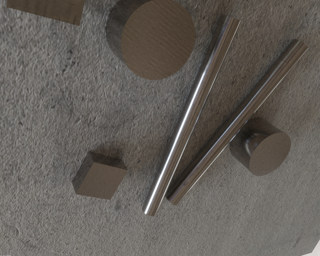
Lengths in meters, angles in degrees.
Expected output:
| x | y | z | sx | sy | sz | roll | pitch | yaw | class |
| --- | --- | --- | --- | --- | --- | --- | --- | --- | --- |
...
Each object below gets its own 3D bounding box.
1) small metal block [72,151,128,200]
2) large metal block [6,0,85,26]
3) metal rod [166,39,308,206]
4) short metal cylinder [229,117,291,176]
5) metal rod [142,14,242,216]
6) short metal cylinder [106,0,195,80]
| x | y | z | sx | sy | sz | roll | pitch | yaw | class |
| --- | --- | --- | --- | --- | --- | --- | --- | --- | --- |
| -0.078 | 0.063 | 0.403 | 0.050 | 0.025 | 0.050 | 20 | 107 | -36 | small metal block |
| -0.087 | -0.134 | 0.241 | 0.050 | 0.080 | 0.079 | 6 | 115 | -31 | large metal block |
| 0.110 | -0.003 | 0.464 | 0.025 | 0.025 | 0.299 | 31 | 101 | -38 | metal rod |
| 0.160 | 0.030 | 0.497 | 0.081 | 0.050 | 0.079 | -14 | 124 | -21 | short metal cylinder |
| 0.035 | -0.003 | 0.424 | 0.025 | 0.025 | 0.298 | 8 | 115 | -32 | metal rod |
| -0.011 | -0.097 | 0.325 | 0.081 | 0.050 | 0.079 | -14 | 124 | -21 | short metal cylinder |
